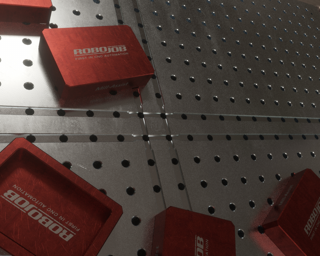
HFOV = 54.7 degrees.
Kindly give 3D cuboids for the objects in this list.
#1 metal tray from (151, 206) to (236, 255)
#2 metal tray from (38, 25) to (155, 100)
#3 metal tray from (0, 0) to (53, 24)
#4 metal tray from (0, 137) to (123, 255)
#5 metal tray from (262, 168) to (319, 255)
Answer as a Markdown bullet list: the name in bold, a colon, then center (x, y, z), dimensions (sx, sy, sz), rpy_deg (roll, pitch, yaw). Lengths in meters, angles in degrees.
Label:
- **metal tray**: center (0.036, 0.158, 0.329), dimensions (0.091, 0.030, 0.130), rpy_deg (19, 54, -18)
- **metal tray**: center (-0.083, -0.093, 0.418), dimensions (0.131, 0.030, 0.090), rpy_deg (-16, 70, -35)
- **metal tray**: center (-0.206, -0.202, 0.417), dimensions (0.091, 0.030, 0.130), rpy_deg (-8, 66, -32)
- **metal tray**: center (-0.113, 0.080, 0.295), dimensions (0.130, 0.030, 0.090), rpy_deg (36, 51, -4)
- **metal tray**: center (0.212, 0.130, 0.443), dimensions (0.090, 0.030, 0.131), rpy_deg (48, 51, 5)
